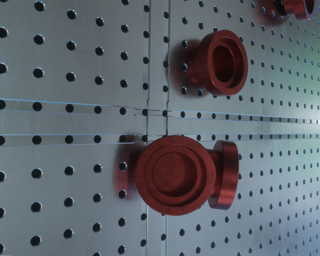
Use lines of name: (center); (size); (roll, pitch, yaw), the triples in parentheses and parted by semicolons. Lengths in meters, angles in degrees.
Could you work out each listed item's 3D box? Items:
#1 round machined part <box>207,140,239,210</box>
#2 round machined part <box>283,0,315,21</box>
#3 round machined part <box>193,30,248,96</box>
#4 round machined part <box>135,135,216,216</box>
round machined part: (0.078, 0.065, 0.442); (0.042, 0.098, 0.097); (8, 84, -1)
round machined part: (0.282, -0.268, 0.631); (0.099, 0.042, 0.097); (-5, 97, -51)
round machined part: (0.089, -0.097, 0.475); (0.099, 0.042, 0.097); (0, 90, -40)
round machined part: (0.018, 0.058, 0.395); (0.099, 0.042, 0.097); (0, 87, -4)
